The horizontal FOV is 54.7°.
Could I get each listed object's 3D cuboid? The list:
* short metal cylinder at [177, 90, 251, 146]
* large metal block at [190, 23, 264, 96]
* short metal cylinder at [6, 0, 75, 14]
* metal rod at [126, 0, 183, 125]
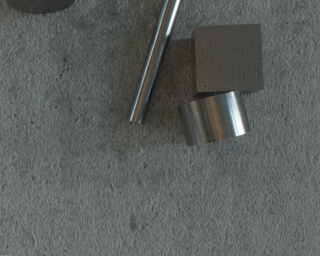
[{"bbox_3d":[0.066,-0.012,0.383,0.080,0.080,0.050,-14,91,0],"label":"short metal cylinder"},{"bbox_3d":[0.083,-0.085,0.398,0.081,0.050,0.080,-3,90,0],"label":"large metal block"},{"bbox_3d":[-0.150,-0.181,0.381,0.080,0.080,0.050,-11,90,0],"label":"short metal cylinder"},{"bbox_3d":[0.011,-0.150,0.409,0.025,0.025,0.298,17,90,0],"label":"metal rod"}]
